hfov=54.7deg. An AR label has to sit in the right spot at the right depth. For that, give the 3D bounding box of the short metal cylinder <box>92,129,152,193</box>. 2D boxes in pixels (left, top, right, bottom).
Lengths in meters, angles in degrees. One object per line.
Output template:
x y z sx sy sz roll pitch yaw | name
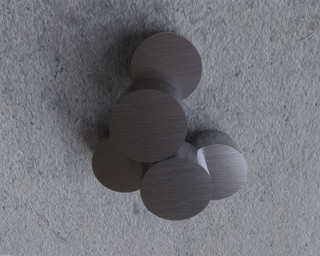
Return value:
-0.045 0.038 0.411 0.081 0.050 0.079 0 110 0 | short metal cylinder

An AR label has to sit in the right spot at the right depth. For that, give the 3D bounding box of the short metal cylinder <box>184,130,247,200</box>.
0.070 0.049 0.416 0.081 0.050 0.079 0 110 0 | short metal cylinder

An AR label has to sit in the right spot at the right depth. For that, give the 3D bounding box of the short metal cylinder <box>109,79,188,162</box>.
-0.012 -0.009 0.340 0.080 0.050 0.079 0 110 0 | short metal cylinder

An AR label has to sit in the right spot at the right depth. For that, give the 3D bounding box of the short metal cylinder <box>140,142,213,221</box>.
0.018 0.060 0.366 0.081 0.050 0.079 0 110 -1 | short metal cylinder

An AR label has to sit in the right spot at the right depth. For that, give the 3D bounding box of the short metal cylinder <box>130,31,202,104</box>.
0.007 -0.074 0.371 0.081 0.050 0.079 0 110 0 | short metal cylinder
